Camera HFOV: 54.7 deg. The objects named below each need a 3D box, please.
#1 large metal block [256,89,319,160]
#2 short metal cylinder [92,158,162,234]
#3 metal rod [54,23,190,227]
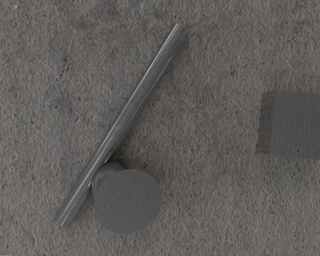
[{"bbox_3d":[0.176,-0.003,0.399,0.080,0.050,0.080,6,90,0],"label":"large metal block"},{"bbox_3d":[-0.043,0.083,0.386,0.081,0.050,0.079,-3,100,-16],"label":"short metal cylinder"},{"bbox_3d":[-0.050,-0.004,0.409,0.025,0.025,0.299,32,90,0],"label":"metal rod"}]
